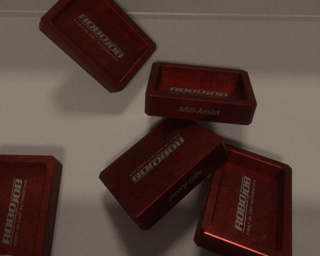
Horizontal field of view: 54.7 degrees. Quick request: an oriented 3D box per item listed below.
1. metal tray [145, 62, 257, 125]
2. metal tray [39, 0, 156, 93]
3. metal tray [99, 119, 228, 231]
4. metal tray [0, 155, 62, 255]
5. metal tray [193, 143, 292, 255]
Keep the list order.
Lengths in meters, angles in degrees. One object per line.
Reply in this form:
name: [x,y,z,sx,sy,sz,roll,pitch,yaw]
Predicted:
metal tray: [0.051,-0.047,0.401,0.131,0.030,0.090,6,38,1]
metal tray: [-0.080,-0.121,0.415,0.130,0.030,0.090,42,73,-21]
metal tray: [0.003,0.044,0.366,0.130,0.030,0.090,-40,41,-14]
metal tray: [-0.173,0.098,0.368,0.091,0.030,0.130,1,70,0]
metal tray: [0.097,0.082,0.347,0.090,0.030,0.130,19,43,6]
